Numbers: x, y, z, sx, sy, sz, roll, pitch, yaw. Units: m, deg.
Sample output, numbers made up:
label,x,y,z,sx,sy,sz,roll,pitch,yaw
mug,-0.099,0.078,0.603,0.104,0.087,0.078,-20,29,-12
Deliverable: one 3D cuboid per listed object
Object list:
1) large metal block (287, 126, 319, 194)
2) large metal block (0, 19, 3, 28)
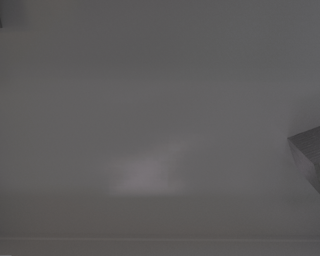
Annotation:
label,x,y,z,sx,sy,sz,roll,pitch,yaw
large metal block,0.224,0.035,0.397,0.080,0.080,0.050,-21,109,7
large metal block,-0.234,-0.129,0.332,0.080,0.080,0.050,-3,110,1
